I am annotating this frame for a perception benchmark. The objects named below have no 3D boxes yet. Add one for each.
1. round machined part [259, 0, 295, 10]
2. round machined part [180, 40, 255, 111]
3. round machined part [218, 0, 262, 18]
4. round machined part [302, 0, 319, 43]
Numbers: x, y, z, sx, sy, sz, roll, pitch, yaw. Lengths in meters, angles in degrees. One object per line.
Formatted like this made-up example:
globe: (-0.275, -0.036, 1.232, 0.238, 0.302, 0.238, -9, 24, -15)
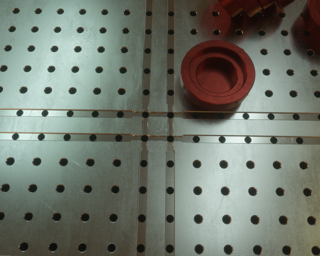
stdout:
round machined part: (0.157, -0.219, 0.464, 0.042, 0.098, 0.098, -31, 69, 26)
round machined part: (0.077, -0.068, 0.428, 0.099, 0.042, 0.098, 0, 70, 0)
round machined part: (0.107, -0.205, 0.459, 0.042, 0.098, 0.098, -32, 69, 27)
round machined part: (0.262, -0.163, 0.464, 0.099, 0.042, 0.098, 0, 70, 0)
